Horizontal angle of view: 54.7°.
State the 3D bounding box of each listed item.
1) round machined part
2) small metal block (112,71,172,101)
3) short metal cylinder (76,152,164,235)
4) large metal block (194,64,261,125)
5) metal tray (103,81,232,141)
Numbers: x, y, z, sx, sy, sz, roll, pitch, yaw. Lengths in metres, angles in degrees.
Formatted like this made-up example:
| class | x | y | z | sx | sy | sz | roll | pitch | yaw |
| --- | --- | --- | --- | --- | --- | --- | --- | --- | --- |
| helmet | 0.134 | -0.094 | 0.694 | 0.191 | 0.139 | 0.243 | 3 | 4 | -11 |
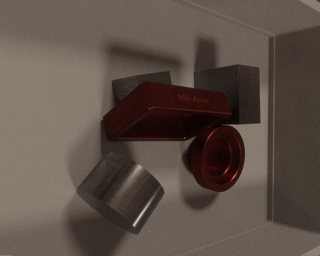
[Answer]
| class | x | y | z | sx | sy | sz | roll | pitch | yaw |
| --- | --- | --- | --- | --- | --- | --- | --- | --- | --- |
| round machined part | 0.080 | 0.043 | 0.463 | 0.099 | 0.042 | 0.097 | -4 | 96 | -39 |
| small metal block | -0.021 | -0.051 | 0.374 | 0.050 | 0.050 | 0.025 | -16 | 101 | -39 |
| short metal cylinder | -0.043 | 0.071 | 0.337 | 0.080 | 0.080 | 0.050 | 51 | 60 | -28 |
| large metal block | 0.097 | -0.045 | 0.455 | 0.050 | 0.080 | 0.079 | -3 | 92 | -40 |
| metal tray | 0.011 | -0.014 | 0.372 | 0.131 | 0.090 | 0.030 | 2 | 65 | -40 |
